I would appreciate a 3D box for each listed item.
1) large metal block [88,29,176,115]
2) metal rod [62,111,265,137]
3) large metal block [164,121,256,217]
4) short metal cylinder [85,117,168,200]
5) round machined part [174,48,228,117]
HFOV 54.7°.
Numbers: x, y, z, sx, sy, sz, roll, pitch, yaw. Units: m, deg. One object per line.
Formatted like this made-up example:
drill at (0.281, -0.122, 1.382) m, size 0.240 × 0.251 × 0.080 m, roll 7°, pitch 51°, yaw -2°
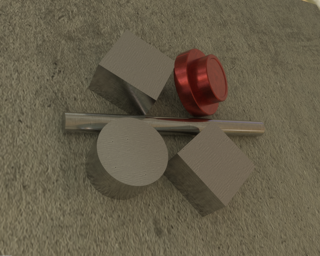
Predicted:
large metal block at (-0.035, -0.071, 0.412) m, size 0.080 × 0.050 × 0.080 m, roll 32°, pitch 51°, yaw -8°
metal rod at (0.024, -0.003, 0.423) m, size 0.303 × 0.025 × 0.025 m, roll 2°, pitch 61°, yaw -28°
large metal block at (0.061, 0.051, 0.393) m, size 0.080 × 0.050 × 0.080 m, roll 48°, pitch 51°, yaw 5°
short metal cylinder at (-0.038, 0.035, 0.348) m, size 0.081 × 0.050 × 0.080 m, roll 14°, pitch 56°, yaw -21°
round machined part at (0.064, -0.066, 0.441) m, size 0.098 × 0.042 × 0.098 m, roll 25°, pitch 59°, yaw -50°
